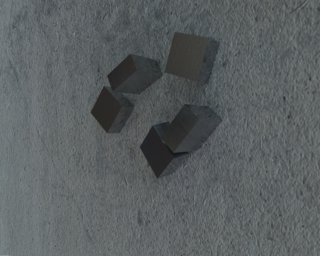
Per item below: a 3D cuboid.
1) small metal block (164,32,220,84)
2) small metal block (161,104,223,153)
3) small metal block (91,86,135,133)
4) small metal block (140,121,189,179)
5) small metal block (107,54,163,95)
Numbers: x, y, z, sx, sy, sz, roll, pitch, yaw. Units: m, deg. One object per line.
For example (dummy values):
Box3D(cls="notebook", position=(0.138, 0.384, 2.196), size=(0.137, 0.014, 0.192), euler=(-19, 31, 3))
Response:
Box3D(cls="small metal block", position=(0.038, -0.085, 0.374), size=(0.050, 0.025, 0.050), euler=(24, 105, 37))
Box3D(cls="small metal block", position=(0.037, 0.001, 0.358), size=(0.025, 0.050, 0.050), euler=(49, 119, 28))
Box3D(cls="small metal block", position=(-0.072, -0.027, 0.464), size=(0.050, 0.025, 0.050), euler=(47, 118, 30))
Box3D(cls="small metal block", position=(0.004, 0.028, 0.392), size=(0.050, 0.025, 0.050), euler=(59, 142, 23))
Box3D(cls="small metal block", position=(-0.033, -0.071, 0.416), size=(0.050, 0.050, 0.025), euler=(-34, 69, 35))
